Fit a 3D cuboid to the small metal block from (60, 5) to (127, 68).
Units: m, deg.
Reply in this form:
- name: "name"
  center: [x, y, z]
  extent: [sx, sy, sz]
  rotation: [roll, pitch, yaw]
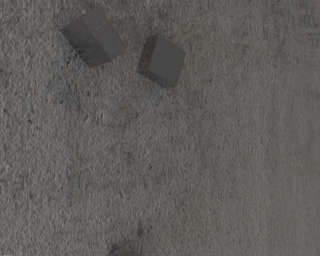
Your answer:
- name: "small metal block"
  center: [-0.071, -0.095, 0.329]
  extent: [0.025, 0.050, 0.050]
  rotation: [-50, 120, -28]

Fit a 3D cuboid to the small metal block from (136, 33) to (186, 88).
- name: "small metal block"
  center: [0.002, -0.087, 0.406]
  extent: [0.050, 0.025, 0.050]
  rotation: [25, 74, -37]

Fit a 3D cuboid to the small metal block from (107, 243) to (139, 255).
- name: "small metal block"
  center: [-0.029, 0.164, 0.364]
  extent: [0.050, 0.050, 0.025]
  rotation: [41, 65, -32]
